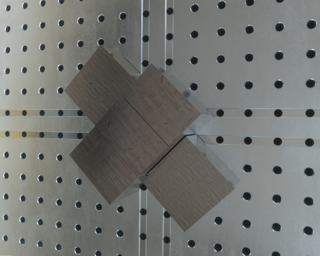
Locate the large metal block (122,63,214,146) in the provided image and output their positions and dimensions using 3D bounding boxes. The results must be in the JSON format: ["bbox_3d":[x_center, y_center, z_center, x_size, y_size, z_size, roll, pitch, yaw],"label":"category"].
[{"bbox_3d":[0.014,-0.026,0.378,0.050,0.080,0.080,-46,76,14],"label":"large metal block"}]

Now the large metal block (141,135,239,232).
[{"bbox_3d":[0.039,0.065,0.385,0.080,0.050,0.080,-46,76,15],"label":"large metal block"}]

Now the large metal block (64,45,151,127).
[{"bbox_3d":[-0.066,-0.050,0.419,0.080,0.050,0.080,47,105,13],"label":"large metal block"}]

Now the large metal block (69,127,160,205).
[{"bbox_3d":[-0.054,0.044,0.402,0.050,0.080,0.080,-46,76,14],"label":"large metal block"}]

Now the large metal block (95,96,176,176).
[{"bbox_3d":[-0.021,0.009,0.390,0.050,0.080,0.080,-46,76,14],"label":"large metal block"}]
